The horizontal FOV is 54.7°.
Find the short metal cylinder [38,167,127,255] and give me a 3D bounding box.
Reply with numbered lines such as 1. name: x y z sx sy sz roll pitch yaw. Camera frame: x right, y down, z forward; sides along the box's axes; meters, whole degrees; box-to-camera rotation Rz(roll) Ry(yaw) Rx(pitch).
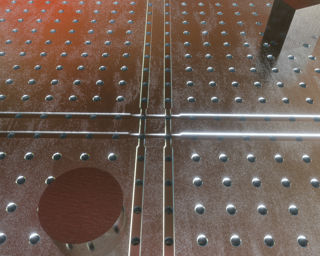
1. short metal cylinder: -0.076 0.087 0.317 0.081 0.050 0.080 0 50 0

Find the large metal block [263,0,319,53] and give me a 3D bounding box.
1. large metal block: 0.235 -0.186 0.531 0.081 0.080 0.050 -18 53 -15
